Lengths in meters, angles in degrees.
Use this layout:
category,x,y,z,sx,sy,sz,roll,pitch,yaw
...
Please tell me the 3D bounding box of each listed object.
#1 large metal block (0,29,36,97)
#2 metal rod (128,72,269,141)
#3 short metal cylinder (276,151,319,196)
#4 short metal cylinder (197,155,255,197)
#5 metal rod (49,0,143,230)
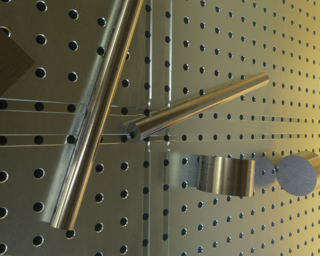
category,x,y,z,sx,sy,sz,roll,pitch,yaw
large metal block,-0.168,-0.053,0.252,0.080,0.050,0.080,49,61,-29
metal rod,0.078,-0.043,0.474,0.302,0.025,0.025,-23,105,-38
short metal cylinder,0.277,0.088,0.606,0.050,0.080,0.079,-8,95,-40
short metal cylinder,0.096,0.069,0.454,0.081,0.080,0.050,10,84,-40
metal rod,-0.065,-0.038,0.354,0.025,0.025,0.299,24,75,-38
